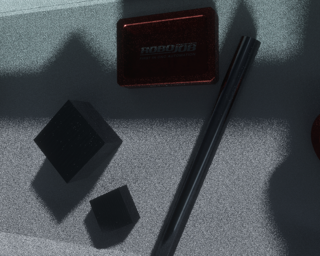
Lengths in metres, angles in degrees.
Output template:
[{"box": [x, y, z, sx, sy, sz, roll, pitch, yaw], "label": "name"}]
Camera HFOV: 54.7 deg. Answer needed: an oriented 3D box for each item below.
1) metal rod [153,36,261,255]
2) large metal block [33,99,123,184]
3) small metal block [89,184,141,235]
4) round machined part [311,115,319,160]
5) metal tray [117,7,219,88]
[{"box": [0.056, 0.033, 0.390, 0.025, 0.025, 0.298, 23, 97, 18], "label": "metal rod"}, {"box": [-0.115, 0.018, 0.436, 0.080, 0.050, 0.080, -45, 76, 14], "label": "large metal block"}, {"box": [-0.063, 0.113, 0.432, 0.050, 0.025, 0.050, -27, 82, 17], "label": "small metal block"}, {"box": [0.209, 0.013, 0.309, 0.042, 0.098, 0.098, -29, 78, -23], "label": "round machined part"}, {"box": [0.009, -0.100, 0.403, 0.130, 0.030, 0.089, 0, 90, 19], "label": "metal tray"}]
